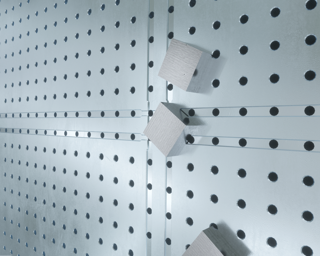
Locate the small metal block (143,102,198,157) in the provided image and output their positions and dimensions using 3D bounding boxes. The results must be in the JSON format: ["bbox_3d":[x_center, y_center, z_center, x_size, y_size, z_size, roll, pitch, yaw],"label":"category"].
[{"bbox_3d":[0.012,0.002,0.400,0.050,0.025,0.050,45,117,30],"label":"small metal block"}]

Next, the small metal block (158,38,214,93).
[{"bbox_3d":[0.031,-0.077,0.385,0.050,0.025,0.050,35,112,34],"label":"small metal block"}]

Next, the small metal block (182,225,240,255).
[{"bbox_3d":[0.060,0.152,0.361,0.050,0.025,0.050,46,117,30],"label":"small metal block"}]
